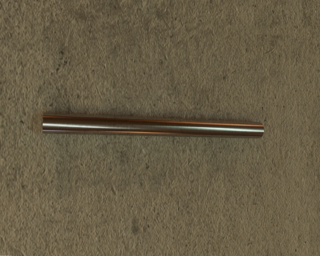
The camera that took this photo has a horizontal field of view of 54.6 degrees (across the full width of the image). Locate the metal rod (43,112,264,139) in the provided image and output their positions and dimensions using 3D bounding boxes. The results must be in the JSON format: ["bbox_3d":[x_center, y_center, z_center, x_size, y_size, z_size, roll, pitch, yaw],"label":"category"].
[{"bbox_3d":[0.006,-0.001,0.412,0.302,0.025,0.025,2,90,-20],"label":"metal rod"}]
